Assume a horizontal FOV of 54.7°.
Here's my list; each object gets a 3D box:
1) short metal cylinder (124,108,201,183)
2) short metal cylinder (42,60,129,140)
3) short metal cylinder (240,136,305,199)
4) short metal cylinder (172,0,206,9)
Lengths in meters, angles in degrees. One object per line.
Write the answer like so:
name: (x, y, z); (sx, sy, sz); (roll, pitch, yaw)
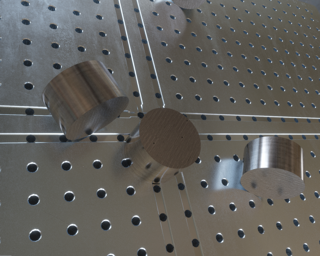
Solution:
short metal cylinder: (0.003, 0.022, 0.382); (0.081, 0.050, 0.080); (14, 56, -21)
short metal cylinder: (-0.082, -0.030, 0.348); (0.081, 0.080, 0.050); (-28, 77, -37)
short metal cylinder: (0.154, 0.056, 0.424); (0.080, 0.080, 0.050); (27, 52, -12)
short metal cylinder: (0.057, -0.269, 0.570); (0.080, 0.080, 0.050); (32, 51, -8)
